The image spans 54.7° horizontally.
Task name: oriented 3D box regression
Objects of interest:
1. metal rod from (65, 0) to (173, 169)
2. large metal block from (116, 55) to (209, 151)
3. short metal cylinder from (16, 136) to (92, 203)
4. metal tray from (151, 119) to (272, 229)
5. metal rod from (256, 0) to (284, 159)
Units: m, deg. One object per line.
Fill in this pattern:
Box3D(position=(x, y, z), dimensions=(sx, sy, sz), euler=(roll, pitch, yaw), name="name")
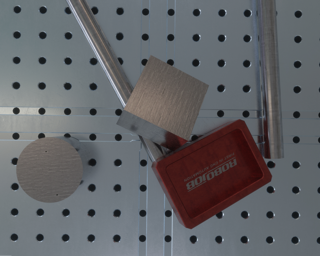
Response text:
Box3D(position=(-0.060, -0.073, 0.412), dimensions=(0.025, 0.025, 0.299), euler=(-28, 90, 0), name="metal rod")
Box3D(position=(0.003, -0.029, 0.382), dimensions=(0.080, 0.050, 0.080), euler=(26, 66, -8), name="large metal block")
Box3D(position=(-0.134, 0.051, 0.400), dimensions=(0.081, 0.050, 0.079), euler=(0, 90, 0), name="short metal cylinder")
Box3D(position=(0.067, 0.056, 0.396), dimensions=(0.131, 0.030, 0.090), euler=(-27, 90, -14), name="metal tray")
Box3D(position=(0.144, -0.109, 0.414), dimensions=(0.025, 0.025, 0.298), euler=(-3, 90, 0), name="metal rod")
